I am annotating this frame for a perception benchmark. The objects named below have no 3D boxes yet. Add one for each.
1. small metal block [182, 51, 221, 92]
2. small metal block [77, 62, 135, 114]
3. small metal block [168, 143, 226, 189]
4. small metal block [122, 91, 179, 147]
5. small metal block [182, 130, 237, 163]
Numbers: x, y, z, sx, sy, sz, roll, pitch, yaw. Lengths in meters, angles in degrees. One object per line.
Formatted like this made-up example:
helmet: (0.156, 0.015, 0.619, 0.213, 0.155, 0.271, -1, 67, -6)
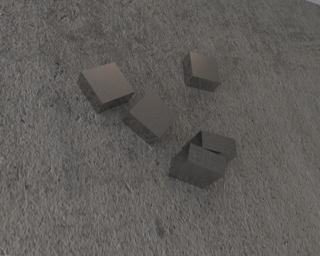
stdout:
small metal block: (0.065, -0.090, 0.493, 0.050, 0.025, 0.050, 10, 57, -23)
small metal block: (-0.069, -0.052, 0.398, 0.050, 0.025, 0.050, -26, 76, -37)
small metal block: (0.045, 0.048, 0.382, 0.050, 0.050, 0.025, 23, 54, -15)
small metal block: (-0.012, -0.013, 0.405, 0.050, 0.025, 0.050, 41, 51, -1)
small metal block: (0.063, 0.031, 0.403, 0.050, 0.050, 0.025, 15, 56, -20)
